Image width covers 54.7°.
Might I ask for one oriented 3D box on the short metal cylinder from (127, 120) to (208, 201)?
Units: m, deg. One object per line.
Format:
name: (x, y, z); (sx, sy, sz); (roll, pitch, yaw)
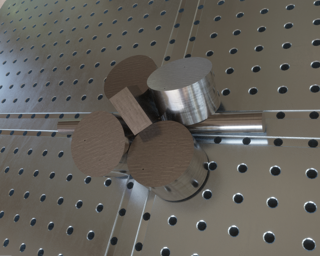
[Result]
short metal cylinder: (0.010, 0.038, 0.359); (0.080, 0.050, 0.080); (-13, 56, 21)

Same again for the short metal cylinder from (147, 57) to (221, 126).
short metal cylinder: (0.030, -0.046, 0.383); (0.080, 0.050, 0.080); (-14, 34, 10)

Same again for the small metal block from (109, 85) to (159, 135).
small metal block: (-0.029, -0.023, 0.371); (0.025, 0.050, 0.050); (-34, 93, 13)

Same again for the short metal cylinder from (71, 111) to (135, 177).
short metal cylinder: (-0.064, 0.022, 0.392); (0.080, 0.050, 0.080); (-5, 80, 26)

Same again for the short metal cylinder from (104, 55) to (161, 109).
short metal cylinder: (-0.031, -0.056, 0.438); (0.080, 0.050, 0.080); (-13, 56, 21)

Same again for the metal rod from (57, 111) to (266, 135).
metal rod: (-0.018, -0.004, 0.415); (0.300, 0.025, 0.025); (-1, 61, 27)
